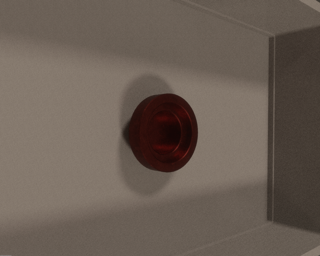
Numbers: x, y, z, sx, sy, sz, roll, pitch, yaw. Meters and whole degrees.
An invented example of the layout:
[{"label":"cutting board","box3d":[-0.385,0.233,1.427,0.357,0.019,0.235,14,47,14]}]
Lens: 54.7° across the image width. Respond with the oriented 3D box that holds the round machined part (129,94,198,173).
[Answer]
[{"label":"round machined part","box3d":[0.000,0.006,0.398,0.099,0.042,0.097,0,90,-40]}]
